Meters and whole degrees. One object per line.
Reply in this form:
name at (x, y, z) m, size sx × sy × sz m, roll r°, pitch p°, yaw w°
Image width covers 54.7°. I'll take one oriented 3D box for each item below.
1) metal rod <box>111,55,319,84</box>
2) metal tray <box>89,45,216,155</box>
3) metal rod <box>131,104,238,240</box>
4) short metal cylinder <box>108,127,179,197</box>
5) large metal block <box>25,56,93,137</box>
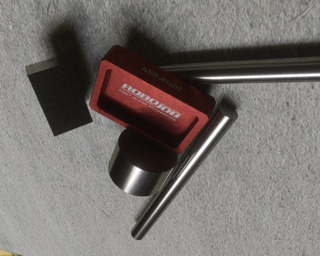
metal rod at (0.078, -0.060, 0.328) m, size 0.301 × 0.025 × 0.025 m, roll 3°, pitch 120°, yaw 26°
metal tray at (-0.013, -0.029, 0.366) m, size 0.130 × 0.030 × 0.089 m, roll 28°, pitch 141°, yaw -3°
metal rod at (0.020, 0.082, 0.445) m, size 0.025 × 0.025 × 0.298 m, roll 34°, pitch 129°, yaw 5°
short metal cylinder at (-0.023, 0.042, 0.408) m, size 0.080 × 0.080 × 0.050 m, roll 32°, pitch 128°, yaw 7°
large metal block at (-0.133, -0.045, 0.405) m, size 0.080 × 0.050 × 0.080 m, roll 36°, pitch 145°, yaw 60°
